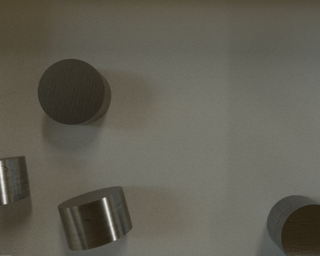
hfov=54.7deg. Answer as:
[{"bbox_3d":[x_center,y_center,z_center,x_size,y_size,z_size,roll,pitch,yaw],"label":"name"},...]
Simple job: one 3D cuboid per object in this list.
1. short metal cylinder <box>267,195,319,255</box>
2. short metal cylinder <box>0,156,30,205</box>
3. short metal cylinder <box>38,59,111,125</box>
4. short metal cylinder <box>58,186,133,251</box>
[{"bbox_3d":[0.187,0.132,0.400,0.081,0.050,0.080,0,90,0],"label":"short metal cylinder"},{"bbox_3d":[-0.207,0.066,0.382,0.080,0.080,0.050,-8,90,0],"label":"short metal cylinder"},{"bbox_3d":[-0.107,-0.044,0.398,0.081,0.050,0.080,0,90,0],"label":"short metal cylinder"},{"bbox_3d":[-0.079,0.109,0.383,0.080,0.080,0.050,-15,90,0],"label":"short metal cylinder"}]
